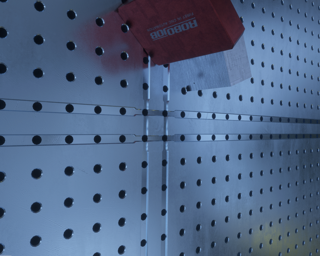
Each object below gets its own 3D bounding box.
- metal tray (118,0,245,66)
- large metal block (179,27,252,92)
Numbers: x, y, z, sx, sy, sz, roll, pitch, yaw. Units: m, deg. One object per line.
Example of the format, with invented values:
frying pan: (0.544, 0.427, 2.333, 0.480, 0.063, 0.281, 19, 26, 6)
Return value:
metal tray: (0.020, -0.125, 0.359, 0.090, 0.130, 0.030, 51, 60, -28)
large metal block: (0.073, -0.100, 0.437, 0.050, 0.080, 0.080, -26, 107, -37)
